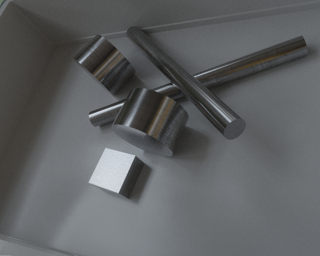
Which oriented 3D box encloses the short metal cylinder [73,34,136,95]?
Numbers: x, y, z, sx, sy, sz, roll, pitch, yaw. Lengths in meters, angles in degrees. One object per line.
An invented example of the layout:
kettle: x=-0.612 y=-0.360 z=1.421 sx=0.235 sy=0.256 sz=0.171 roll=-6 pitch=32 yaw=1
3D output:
short metal cylinder: x=-0.084 y=-0.095 z=0.470 sx=0.050 sy=0.080 sz=0.080 roll=-47 pitch=52 yaw=-4

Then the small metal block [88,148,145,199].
small metal block: x=-0.055 y=0.058 z=0.398 sx=0.050 sy=0.025 sz=0.050 roll=11 pitch=67 yaw=32

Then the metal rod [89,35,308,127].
metal rod: x=0.038 y=-0.057 z=0.419 sx=0.301 sy=0.025 sz=0.025 roll=-18 pitch=55 yaw=17

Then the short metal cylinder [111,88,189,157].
short metal cylinder: x=-0.012 y=-0.005 z=0.379 sx=0.080 sy=0.080 sz=0.050 roll=13 pitch=69 yaw=33

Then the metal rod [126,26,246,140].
metal rod: x=0.014 y=-0.080 z=0.416 sx=0.025 sy=0.025 sz=0.300 roll=-38 pitch=42 yaw=2
